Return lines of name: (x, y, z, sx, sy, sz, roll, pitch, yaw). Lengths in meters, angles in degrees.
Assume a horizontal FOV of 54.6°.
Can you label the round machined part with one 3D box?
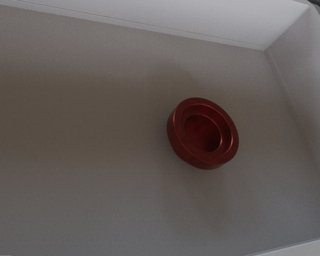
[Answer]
round machined part: (0.053, 0.011, 0.416, 0.099, 0.042, 0.098, 13, 56, -21)
